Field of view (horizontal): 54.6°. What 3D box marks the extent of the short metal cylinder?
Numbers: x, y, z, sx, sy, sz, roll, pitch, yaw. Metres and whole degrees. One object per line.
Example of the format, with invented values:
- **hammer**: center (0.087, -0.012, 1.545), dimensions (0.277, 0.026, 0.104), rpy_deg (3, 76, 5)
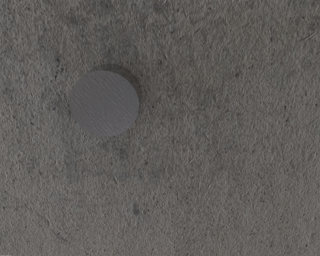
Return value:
- **short metal cylinder**: center (-0.064, -0.036, 0.383), dimensions (0.080, 0.050, 0.079), rpy_deg (0, 110, 0)
